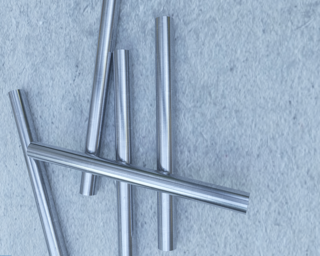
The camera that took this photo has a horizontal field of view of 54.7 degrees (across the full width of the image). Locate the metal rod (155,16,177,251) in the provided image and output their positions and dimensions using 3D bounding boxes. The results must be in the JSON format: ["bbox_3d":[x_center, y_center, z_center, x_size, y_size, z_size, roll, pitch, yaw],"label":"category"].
[{"bbox_3d":[0.008,0.007,0.405,0.025,0.025,0.298,-1,90,19],"label":"metal rod"}]

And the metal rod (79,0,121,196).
[{"bbox_3d":[-0.084,-0.054,0.437,0.025,0.025,0.298,8,93,19],"label":"metal rod"}]

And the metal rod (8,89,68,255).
[{"bbox_3d":[-0.182,0.086,0.471,0.025,0.025,0.299,-19,84,19],"label":"metal rod"}]

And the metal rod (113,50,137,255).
[{"bbox_3d":[-0.048,0.044,0.424,0.025,0.025,0.298,-2,89,19],"label":"metal rod"}]

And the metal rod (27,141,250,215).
[{"bbox_3d":[-0.041,0.058,0.394,0.301,0.025,0.025,11,94,19],"label":"metal rod"}]
